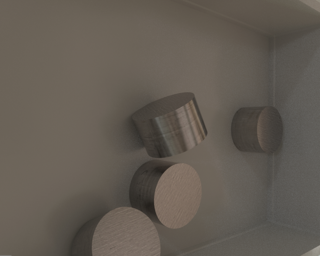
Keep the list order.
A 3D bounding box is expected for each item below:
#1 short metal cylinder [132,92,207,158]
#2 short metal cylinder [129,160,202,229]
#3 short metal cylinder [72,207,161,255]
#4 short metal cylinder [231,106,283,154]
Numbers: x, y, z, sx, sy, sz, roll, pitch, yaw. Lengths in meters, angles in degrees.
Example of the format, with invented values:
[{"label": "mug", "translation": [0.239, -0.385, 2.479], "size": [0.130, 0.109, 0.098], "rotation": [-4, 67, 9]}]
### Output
[{"label": "short metal cylinder", "translation": [0.012, -0.005, 0.383], "size": [0.081, 0.080, 0.050], "rotation": [-35, 112, -35]}, {"label": "short metal cylinder", "translation": [0.008, 0.083, 0.399], "size": [0.081, 0.050, 0.079], "rotation": [0, 90, -40]}, {"label": "short metal cylinder", "translation": [-0.047, 0.131, 0.335], "size": [0.081, 0.050, 0.080], "rotation": [20, 55, -30]}, {"label": "short metal cylinder", "translation": [0.168, 0.003, 0.535], "size": [0.081, 0.050, 0.079], "rotation": [0, 90, -40]}]
